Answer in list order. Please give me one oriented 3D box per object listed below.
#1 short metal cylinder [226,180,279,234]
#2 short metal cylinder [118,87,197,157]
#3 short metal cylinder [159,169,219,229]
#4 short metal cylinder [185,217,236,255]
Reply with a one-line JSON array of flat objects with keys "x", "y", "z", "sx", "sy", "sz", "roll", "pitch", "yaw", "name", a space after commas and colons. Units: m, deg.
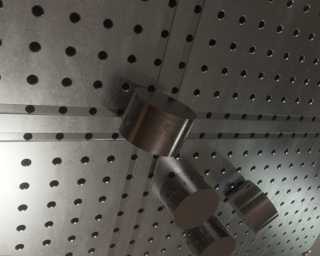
[{"x": 0.164, "y": 0.140, "z": 0.555, "sx": 0.050, "sy": 0.080, "sz": 0.080, "roll": -37, "pitch": 130, "yaw": -4, "name": "short metal cylinder"}, {"x": -0.003, "y": -0.008, "z": 0.370, "sx": 0.081, "sy": 0.080, "sz": 0.050, "roll": 12, "pitch": 112, "yaw": -34, "name": "short metal cylinder"}, {"x": 0.046, "y": 0.113, "z": 0.492, "sx": 0.081, "sy": 0.050, "sz": 0.079, "roll": -14, "pitch": 125, "yaw": -21, "name": "short metal cylinder"}, {"x": 0.095, "y": 0.215, "z": 0.583, "sx": 0.081, "sy": 0.050, "sz": 0.079, "roll": -14, "pitch": 125, "yaw": -21, "name": "short metal cylinder"}]
